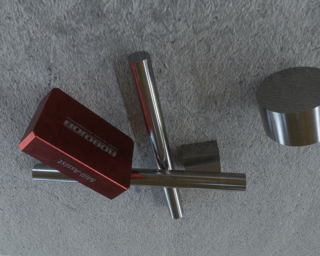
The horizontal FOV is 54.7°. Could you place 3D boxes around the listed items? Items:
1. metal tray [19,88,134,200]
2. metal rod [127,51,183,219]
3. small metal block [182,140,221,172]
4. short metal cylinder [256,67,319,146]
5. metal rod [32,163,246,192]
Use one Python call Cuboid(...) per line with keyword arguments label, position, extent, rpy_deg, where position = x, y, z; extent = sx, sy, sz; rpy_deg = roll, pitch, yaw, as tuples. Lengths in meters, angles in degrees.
Cuboid(label="metal tray", position=(-0.092, 0.019, 0.379), extent=(0.130, 0.090, 0.030), rpy_deg=(37, 121, -27))
Cuboid(label="metal rod", position=(0.002, 0.033, 0.435), extent=(0.025, 0.025, 0.298), rpy_deg=(-8, 130, 6))
Cuboid(label="small metal block", position=(0.060, 0.047, 0.448), extent=(0.050, 0.025, 0.050), rpy_deg=(-8, 130, 7))
Cuboid(label="short metal cylinder", position=(0.155, -0.025, 0.351), extent=(0.080, 0.080, 0.050), rpy_deg=(-17, 128, 14))
Cuboid(label="metal rod", position=(-0.035, 0.069, 0.438), extent=(0.301, 0.025, 0.025), rpy_deg=(2, 131, 9))
